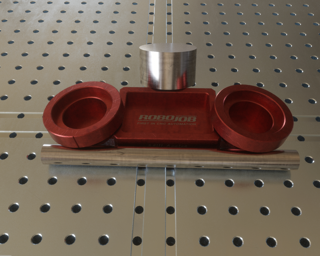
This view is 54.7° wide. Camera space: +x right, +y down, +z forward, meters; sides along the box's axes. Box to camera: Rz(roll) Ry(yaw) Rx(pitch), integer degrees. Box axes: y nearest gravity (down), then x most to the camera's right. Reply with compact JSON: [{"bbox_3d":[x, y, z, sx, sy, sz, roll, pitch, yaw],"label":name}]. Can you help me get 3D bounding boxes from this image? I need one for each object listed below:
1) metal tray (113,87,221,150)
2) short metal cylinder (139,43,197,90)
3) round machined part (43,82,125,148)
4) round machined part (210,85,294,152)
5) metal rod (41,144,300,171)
[{"bbox_3d":[0.010,-0.012,0.409,0.131,0.030,0.090,1,51,0],"label":"metal tray"},{"bbox_3d":[0.011,-0.090,0.443,0.081,0.050,0.080,0,24,0],"label":"short metal cylinder"},{"bbox_3d":[-0.093,-0.012,0.395,0.099,0.042,0.098,-5,47,6],"label":"round machined part"},{"bbox_3d":[0.112,-0.008,0.392,0.099,0.042,0.098,5,48,-6],"label":"round machined part"},{"bbox_3d":[0.011,0.035,0.373,0.302,0.025,0.025,1,50,1],"label":"metal rod"}]
